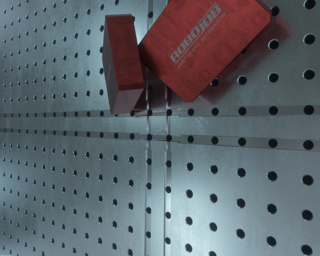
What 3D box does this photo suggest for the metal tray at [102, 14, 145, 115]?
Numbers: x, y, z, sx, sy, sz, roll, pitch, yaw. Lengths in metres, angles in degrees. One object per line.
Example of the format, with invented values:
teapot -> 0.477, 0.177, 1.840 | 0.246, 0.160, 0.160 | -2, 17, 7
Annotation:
metal tray -> -0.052, -0.075, 0.402 | 0.130, 0.030, 0.090 | 139, 121, -74

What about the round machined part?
round machined part -> 0.046, -0.136, 0.360 | 0.098, 0.042, 0.097 | 0, 90, 40

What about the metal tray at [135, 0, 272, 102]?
metal tray -> 0.043, -0.102, 0.340 | 0.090, 0.030, 0.129 | 42, 122, -3
